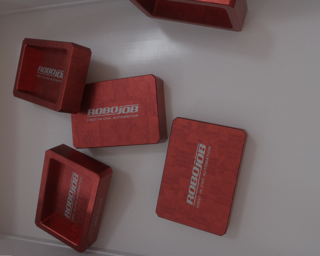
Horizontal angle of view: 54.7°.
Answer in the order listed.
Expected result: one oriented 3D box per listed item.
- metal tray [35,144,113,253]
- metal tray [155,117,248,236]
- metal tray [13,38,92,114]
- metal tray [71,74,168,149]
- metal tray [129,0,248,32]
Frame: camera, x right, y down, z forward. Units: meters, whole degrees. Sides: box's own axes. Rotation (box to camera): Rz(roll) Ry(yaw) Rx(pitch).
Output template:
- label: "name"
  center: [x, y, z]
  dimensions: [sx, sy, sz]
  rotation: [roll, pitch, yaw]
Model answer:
- label: "metal tray"
  center: [-0.123, 0.098, 0.433]
  dimensions: [0.090, 0.030, 0.129]
  rotation: [23, 111, 18]
- label: "metal tray"
  center: [0.052, 0.057, 0.389]
  dimensions: [0.090, 0.030, 0.129]
  rotation: [12, 94, 19]
- label: "metal tray"
  center: [-0.157, -0.076, 0.439]
  dimensions: [0.130, 0.030, 0.089]
  rotation: [17, 96, 38]
- label: "metal tray"
  center: [-0.059, -0.020, 0.428]
  dimensions: [0.130, 0.030, 0.089]
  rotation: [-5, 88, 19]
- label: "metal tray"
  center: [0.031, -0.150, 0.364]
  dimensions: [0.130, 0.090, 0.030]
  rotation: [16, 96, 19]
